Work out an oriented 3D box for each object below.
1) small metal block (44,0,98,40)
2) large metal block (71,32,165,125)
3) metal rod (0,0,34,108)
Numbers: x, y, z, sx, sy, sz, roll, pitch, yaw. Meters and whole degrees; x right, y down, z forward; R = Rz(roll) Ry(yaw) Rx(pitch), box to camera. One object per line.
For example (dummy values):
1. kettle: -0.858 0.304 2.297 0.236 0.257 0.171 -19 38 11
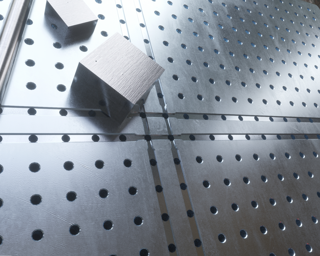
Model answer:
1. small metal block: -0.125 -0.158 0.437 0.050 0.025 0.050 -32 80 -38
2. large metal block: -0.054 -0.065 0.403 0.080 0.050 0.080 38 51 -3
3. metal rod: -0.183 -0.154 0.403 0.025 0.025 0.299 13 56 -21
